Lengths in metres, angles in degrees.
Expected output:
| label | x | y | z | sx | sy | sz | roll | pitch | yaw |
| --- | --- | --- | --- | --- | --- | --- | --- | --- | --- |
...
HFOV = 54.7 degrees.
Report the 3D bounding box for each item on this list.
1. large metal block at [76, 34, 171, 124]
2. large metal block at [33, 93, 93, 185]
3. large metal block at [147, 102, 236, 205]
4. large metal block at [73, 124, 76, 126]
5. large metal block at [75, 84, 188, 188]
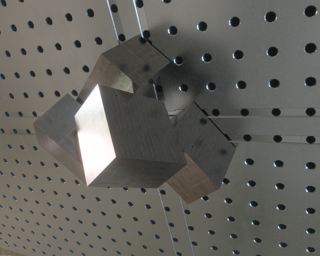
| label | x | y | z | sx | sy | sz | roll | pitch | yaw |
| --- | --- | --- | --- | --- | --- | --- | --- | --- | --- |
| large metal block | -0.043 | -0.053 | 0.362 | 0.050 | 0.080 | 0.080 | 41 | 129 | 0 |
| large metal block | -0.099 | 0.017 | 0.371 | 0.080 | 0.050 | 0.080 | 41 | 154 | 0 |
| large metal block | 0.037 | 0.029 | 0.371 | 0.080 | 0.080 | 0.050 | 47 | 129 | -5 |
| large metal block | -0.087 | 0.020 | 0.451 | 0.080 | 0.050 | 0.080 | 43 | 129 | -2 |
| large metal block | -0.030 | 0.011 | 0.306 | 0.050 | 0.081 | 0.080 | -45 | 50 | 34 |
